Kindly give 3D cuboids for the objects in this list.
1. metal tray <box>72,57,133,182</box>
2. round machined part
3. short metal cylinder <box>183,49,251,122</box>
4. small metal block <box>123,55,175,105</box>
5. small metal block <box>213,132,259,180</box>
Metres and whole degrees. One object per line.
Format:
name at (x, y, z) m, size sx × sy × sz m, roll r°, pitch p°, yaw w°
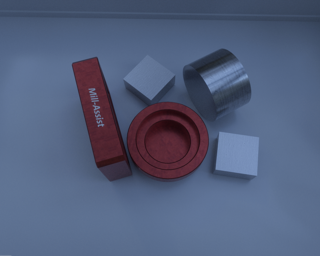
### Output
metal tray at (-0.068, -0.008, 0.375) m, size 0.030 × 0.090 × 0.130 m, roll -16°, pitch 71°, yaw -6°
round machined part at (0.009, 0.020, 0.390) m, size 0.099 × 0.042 × 0.098 m, roll 0°, pitch 70°, yaw -1°
short metal cylinder at (0.072, -0.055, 0.400) m, size 0.050 × 0.080 × 0.080 m, roll -28°, pitch 73°, yaw -10°
small metal block at (-0.014, -0.065, 0.431) m, size 0.050 × 0.025 × 0.050 m, roll 38°, pitch 75°, yaw 14°
small metal block at (0.097, 0.036, 0.396) m, size 0.050 × 0.025 × 0.050 m, roll 8°, pitch 70°, yaw 4°
